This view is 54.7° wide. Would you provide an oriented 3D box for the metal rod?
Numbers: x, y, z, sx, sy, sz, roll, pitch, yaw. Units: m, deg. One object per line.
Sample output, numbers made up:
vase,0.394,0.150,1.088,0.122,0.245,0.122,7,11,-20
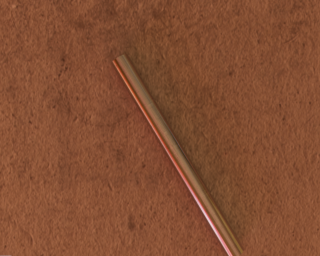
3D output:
metal rod,0.023,0.037,0.410,0.025,0.025,0.299,-31,90,0
